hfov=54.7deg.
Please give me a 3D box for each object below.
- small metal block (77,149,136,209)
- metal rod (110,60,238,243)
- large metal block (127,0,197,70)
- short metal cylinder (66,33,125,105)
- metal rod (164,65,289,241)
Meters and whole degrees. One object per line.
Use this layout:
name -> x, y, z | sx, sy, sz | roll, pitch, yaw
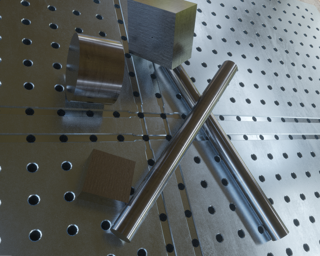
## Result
small metal block -> -0.058, 0.057, 0.343 | 0.050, 0.025, 0.050 | 20, 54, -17
metal rod -> 0.034, 0.008, 0.400 | 0.025, 0.025, 0.301 | 38, 58, -3
large metal block -> 0.001, -0.141, 0.443 | 0.080, 0.079, 0.050 | 27, 46, 26
short metal cylinder -> -0.080, -0.069, 0.373 | 0.050, 0.080, 0.080 | 4, 60, -27
metal rod -> 0.086, 0.018, 0.445 | 0.025, 0.025, 0.299 | -20, 72, -36
